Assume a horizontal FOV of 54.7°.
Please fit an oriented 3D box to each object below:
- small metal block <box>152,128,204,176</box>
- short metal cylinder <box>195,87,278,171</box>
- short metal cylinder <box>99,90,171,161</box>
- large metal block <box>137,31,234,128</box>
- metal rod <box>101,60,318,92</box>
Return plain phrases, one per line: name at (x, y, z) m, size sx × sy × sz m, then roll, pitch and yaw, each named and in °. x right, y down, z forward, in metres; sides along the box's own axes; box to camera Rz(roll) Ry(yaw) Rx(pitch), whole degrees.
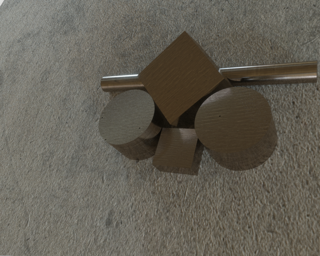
small metal block at (0.024, 0.028, 0.376) m, size 0.050 × 0.025 × 0.050 m, roll 2°, pitch 63°, yaw 29°
short metal cylinder at (0.085, 0.001, 0.344) m, size 0.080 × 0.050 × 0.080 m, roll -13°, pitch 56°, yaw 21°
short metal cylinder at (-0.033, -0.004, 0.408) m, size 0.080 × 0.050 × 0.080 m, roll -13°, pitch 56°, yaw 21°
large metal block at (0.032, -0.057, 0.384) m, size 0.080 × 0.050 × 0.080 m, roll -41°, pitch 66°, yaw 17°
metal rod at (0.046, -0.067, 0.422) m, size 0.300 × 0.025 × 0.025 m, roll 1°, pitch 62°, yaw 28°
